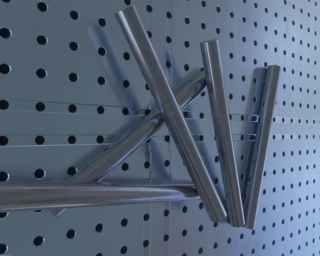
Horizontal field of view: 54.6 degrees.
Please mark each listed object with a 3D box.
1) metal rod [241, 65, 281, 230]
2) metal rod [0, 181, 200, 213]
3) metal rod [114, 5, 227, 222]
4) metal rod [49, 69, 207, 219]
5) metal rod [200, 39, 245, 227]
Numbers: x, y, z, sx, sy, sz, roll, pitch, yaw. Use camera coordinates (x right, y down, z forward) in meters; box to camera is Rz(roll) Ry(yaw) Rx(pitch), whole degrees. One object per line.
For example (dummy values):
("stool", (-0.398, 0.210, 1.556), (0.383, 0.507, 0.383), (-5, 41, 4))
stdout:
("metal rod", (0.183, 0.029, 0.560), (0.025, 0.025, 0.299), (22, 76, -38))
("metal rod", (-0.039, 0.074, 0.350), (0.302, 0.025, 0.025), (11, 83, -47))
("metal rod", (0.022, -0.003, 0.391), (0.025, 0.025, 0.299), (-38, 112, -33))
("metal rod", (-0.015, -0.001, 0.394), (0.302, 0.025, 0.025), (-41, 115, -32))
("metal rod", (0.098, 0.020, 0.468), (0.025, 0.025, 0.298), (-27, 114, -37))
